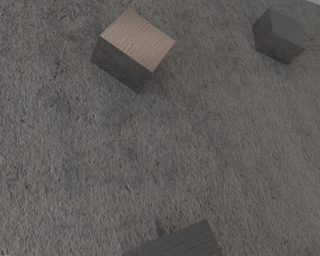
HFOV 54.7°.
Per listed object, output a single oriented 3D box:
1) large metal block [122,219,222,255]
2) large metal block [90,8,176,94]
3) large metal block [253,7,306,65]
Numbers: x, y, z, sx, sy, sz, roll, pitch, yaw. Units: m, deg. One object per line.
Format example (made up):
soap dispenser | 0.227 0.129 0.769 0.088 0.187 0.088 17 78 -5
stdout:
large metal block | 0.020 0.147 0.308 0.081 0.050 0.080 -10 67 -33
large metal block | -0.037 -0.108 0.434 0.080 0.050 0.080 35 51 -6
large metal block | 0.241 -0.186 0.631 0.081 0.050 0.080 18 55 -18
